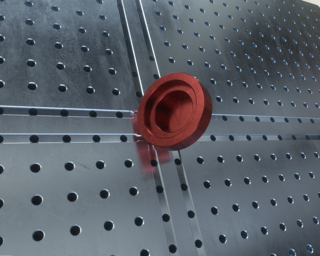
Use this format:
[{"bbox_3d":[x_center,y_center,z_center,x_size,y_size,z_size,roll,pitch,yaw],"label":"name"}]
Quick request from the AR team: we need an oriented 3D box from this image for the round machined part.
[{"bbox_3d":[0.022,-0.018,0.396,0.042,0.098,0.098,28,44,-52],"label":"round machined part"}]
